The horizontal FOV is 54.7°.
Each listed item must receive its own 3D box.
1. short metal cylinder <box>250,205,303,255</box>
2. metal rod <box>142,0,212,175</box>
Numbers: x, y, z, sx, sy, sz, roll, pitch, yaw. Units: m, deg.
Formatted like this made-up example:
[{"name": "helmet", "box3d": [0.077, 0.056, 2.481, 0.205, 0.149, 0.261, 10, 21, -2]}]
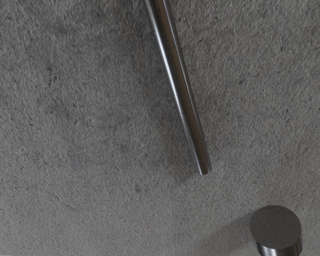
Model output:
[{"name": "short metal cylinder", "box3d": [0.198, 0.180, 0.526, 0.080, 0.080, 0.050, -15, 129, 12]}, {"name": "metal rod", "box3d": [0.024, -0.050, 0.364, 0.025, 0.025, 0.299, -12, 129, 10]}]
